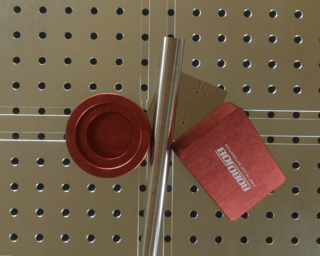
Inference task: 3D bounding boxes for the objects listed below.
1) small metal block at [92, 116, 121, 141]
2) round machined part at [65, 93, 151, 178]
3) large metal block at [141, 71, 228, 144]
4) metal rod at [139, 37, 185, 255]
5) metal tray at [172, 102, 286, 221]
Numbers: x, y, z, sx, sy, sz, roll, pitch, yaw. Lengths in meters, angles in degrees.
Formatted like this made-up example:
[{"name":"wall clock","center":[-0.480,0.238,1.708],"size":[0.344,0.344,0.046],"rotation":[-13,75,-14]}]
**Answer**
[{"name":"small metal block","center":[-0.073,-0.007,0.410],"size":[0.050,0.025,0.050],"rotation":[-22,90,0]},{"name":"round machined part","center":[-0.059,0.009,0.374],"size":[0.099,0.042,0.097],"rotation":[0,91,3]},{"name":"large metal block","center":[0.030,-0.023,0.398],"size":[0.080,0.050,0.080],"rotation":[23,90,0]},{"name":"metal rod","center":[-0.001,0.046,0.370],"size":[0.025,0.025,0.298],"rotation":[6,106,0]},{"name":"metal tray","center":[0.087,0.044,0.383],"size":[0.090,0.030,0.130],"rotation":[-38,115,0]}]
